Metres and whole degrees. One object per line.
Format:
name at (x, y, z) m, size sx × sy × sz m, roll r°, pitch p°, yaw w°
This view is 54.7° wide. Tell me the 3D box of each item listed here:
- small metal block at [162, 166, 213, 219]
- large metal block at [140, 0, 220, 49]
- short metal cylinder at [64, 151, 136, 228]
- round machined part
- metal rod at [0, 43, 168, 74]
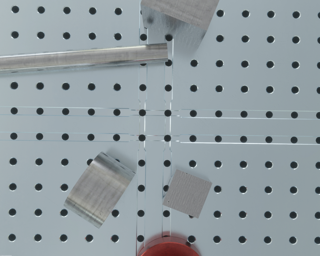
small metal block at (0.035, 0.085, 0.414) m, size 0.050 × 0.025 × 0.050 m, roll 22°, pitch 90°, yaw -1°
large metal block at (0.025, -0.147, 0.386) m, size 0.080 × 0.080 × 0.050 m, roll 22°, pitch 90°, yaw -1°
short metal cylinder at (-0.073, 0.076, 0.385) m, size 0.050 × 0.080 × 0.080 m, roll 34°, pitch 90°, yaw -1°
round machined part at (0.013, 0.198, 0.405) m, size 0.099 × 0.042 × 0.097 m, roll 0°, pitch 90°, yaw -1°
metal rod at (-0.141, -0.090, 0.411) m, size 0.302 × 0.025 × 0.025 m, roll -4°, pitch 90°, yaw -1°
